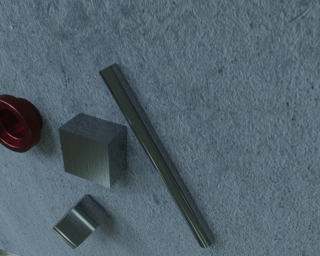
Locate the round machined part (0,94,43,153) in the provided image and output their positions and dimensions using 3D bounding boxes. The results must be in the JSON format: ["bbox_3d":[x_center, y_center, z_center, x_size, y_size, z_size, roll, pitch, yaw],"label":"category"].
[{"bbox_3d":[-0.235,-0.011,0.510,0.098,0.042,0.097,13,124,20],"label":"round machined part"}]

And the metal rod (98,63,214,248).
[{"bbox_3d":[0.002,0.049,0.434,0.025,0.025,0.299,-17,110,34],"label":"metal rod"}]

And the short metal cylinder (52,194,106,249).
[{"bbox_3d":[-0.141,0.163,0.544,0.050,0.080,0.080,45,129,-4],"label":"short metal cylinder"}]

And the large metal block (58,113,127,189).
[{"bbox_3d":[-0.097,0.032,0.460,0.080,0.050,0.079,16,125,18],"label":"large metal block"}]
